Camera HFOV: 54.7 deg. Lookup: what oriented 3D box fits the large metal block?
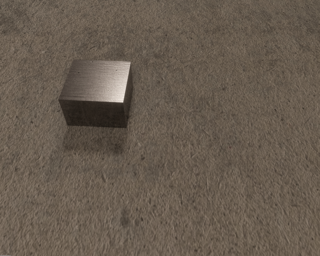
[{"bbox_3d":[-0.083,-0.048,0.426,0.080,0.050,0.080,3,50,2],"label":"large metal block"}]
